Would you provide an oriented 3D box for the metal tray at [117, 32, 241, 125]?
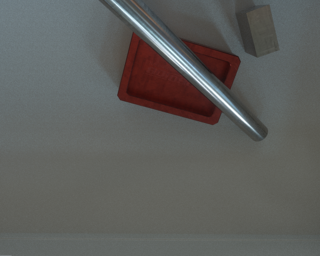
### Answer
[{"bbox_3d":[0.022,-0.064,0.385,0.131,0.030,0.089,15,109,-6],"label":"metal tray"}]

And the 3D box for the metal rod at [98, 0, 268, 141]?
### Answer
[{"bbox_3d":[0.035,-0.061,0.323,0.025,0.025,0.301,-44,129,14],"label":"metal rod"}]

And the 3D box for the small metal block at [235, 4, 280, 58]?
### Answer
[{"bbox_3d":[0.112,-0.113,0.358,0.025,0.050,0.050,-19,109,6],"label":"small metal block"}]
